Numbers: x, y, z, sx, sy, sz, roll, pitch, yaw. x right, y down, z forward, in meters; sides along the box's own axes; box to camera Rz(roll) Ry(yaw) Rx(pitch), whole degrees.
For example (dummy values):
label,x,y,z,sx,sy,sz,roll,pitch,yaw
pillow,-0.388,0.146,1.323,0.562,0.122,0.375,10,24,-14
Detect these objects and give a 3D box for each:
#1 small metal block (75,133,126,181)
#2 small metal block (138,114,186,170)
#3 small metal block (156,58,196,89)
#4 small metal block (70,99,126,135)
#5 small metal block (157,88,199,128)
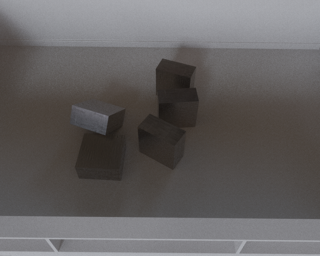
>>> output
label,x,y,z,sx,sy,sz,roll,pitch,yaw
small metal block,-0.070,0.035,0.375,0.050,0.025,0.050,3,50,2
small metal block,0.002,0.017,0.375,0.050,0.050,0.025,27,55,20
small metal block,0.022,-0.067,0.445,0.050,0.050,0.025,17,52,13
small metal block,-0.080,-0.016,0.402,0.050,0.025,0.050,17,19,13
small metal block,0.022,-0.025,0.410,0.050,0.050,0.025,-4,50,-4
